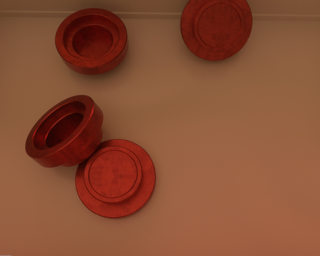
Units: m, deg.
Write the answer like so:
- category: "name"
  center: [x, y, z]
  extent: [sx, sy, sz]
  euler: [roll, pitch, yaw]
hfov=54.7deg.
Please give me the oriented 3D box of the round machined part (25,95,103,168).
- category: "round machined part"
  center: [-0.111, 0.009, 0.380]
  extent: [0.098, 0.042, 0.098]
  euler: [-19, 41, 18]

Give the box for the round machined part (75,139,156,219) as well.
- category: "round machined part"
  center: [-0.055, 0.060, 0.378]
  extent: [0.099, 0.042, 0.098]
  euler: [0, 70, 0]

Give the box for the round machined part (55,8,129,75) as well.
- category: "round machined part"
  center: [-0.094, -0.118, 0.443]
  extent: [0.099, 0.042, 0.098]
  euler: [0, 70, 0]

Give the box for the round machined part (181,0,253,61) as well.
- category: "round machined part"
  center: [0.078, -0.141, 0.424]
  extent: [0.099, 0.042, 0.097]
  euler: [0, 112, 0]
